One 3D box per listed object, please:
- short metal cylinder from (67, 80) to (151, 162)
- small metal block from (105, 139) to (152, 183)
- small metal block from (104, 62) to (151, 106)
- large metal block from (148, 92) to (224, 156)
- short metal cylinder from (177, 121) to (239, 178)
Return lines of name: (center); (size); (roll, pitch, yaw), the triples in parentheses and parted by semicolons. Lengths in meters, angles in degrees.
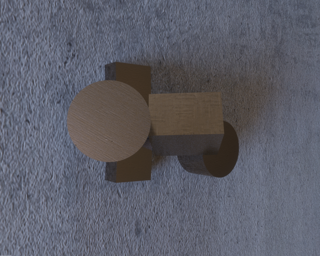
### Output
short metal cylinder: (-0.051, -0.007, 0.325); (0.081, 0.050, 0.079); (0, 91, -5)
small metal block: (-0.038, 0.038, 0.376); (0.050, 0.025, 0.050); (4, 88, -40)
small metal block: (-0.038, -0.051, 0.375); (0.050, 0.025, 0.050); (-2, 91, -40)
large metal block: (0.031, -0.002, 0.374); (0.080, 0.080, 0.050); (78, 11, -68)
short metal cylinder: (0.070, 0.029, 0.451); (0.081, 0.050, 0.079); (0, 90, -40)
